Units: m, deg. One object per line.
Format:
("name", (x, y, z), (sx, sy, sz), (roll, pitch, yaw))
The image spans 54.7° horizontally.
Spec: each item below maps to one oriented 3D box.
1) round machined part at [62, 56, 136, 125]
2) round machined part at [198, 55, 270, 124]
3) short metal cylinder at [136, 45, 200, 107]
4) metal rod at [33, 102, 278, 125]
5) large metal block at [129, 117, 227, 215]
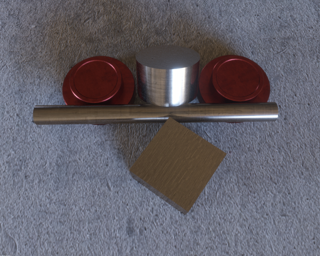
("round machined part", (-0.083, -0.056, 0.420), (0.099, 0.042, 0.098), (0, 70, 0))
("round machined part", (0.102, -0.059, 0.423), (0.099, 0.042, 0.098), (0, 70, 0))
("short metal cylinder", (0.010, -0.069, 0.402), (0.080, 0.050, 0.080), (0, 35, 0))
("metal rod", (-0.005, -0.019, 0.394), (0.302, 0.025, 0.025), (-1, 70, -1))
("large metal block", (0.021, 0.047, 0.377), (0.080, 0.050, 0.080), (34, 73, 11))
